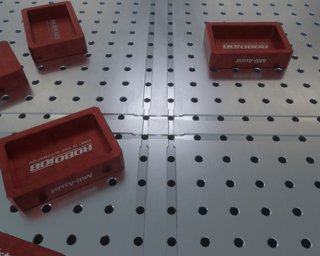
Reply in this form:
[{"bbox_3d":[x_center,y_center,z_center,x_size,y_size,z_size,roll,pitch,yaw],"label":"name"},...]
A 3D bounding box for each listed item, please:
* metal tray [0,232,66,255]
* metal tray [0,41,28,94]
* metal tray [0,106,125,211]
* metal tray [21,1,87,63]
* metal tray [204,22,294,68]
[{"bbox_3d":[-0.134,0.118,0.266,0.130,0.090,0.030,14,52,11],"label":"metal tray"},{"bbox_3d":[-0.282,-0.080,0.470,0.131,0.030,0.090,-26,55,-21],"label":"metal tray"},{"bbox_3d":[-0.120,0.032,0.377,0.131,0.030,0.090,-21,53,-17],"label":"metal tray"},{"bbox_3d":[-0.189,-0.174,0.550,0.091,0.030,0.130,-17,52,-14],"label":"metal tray"},{"bbox_3d":[0.145,-0.142,0.524,0.131,0.030,0.090,-1,50,-1],"label":"metal tray"}]
